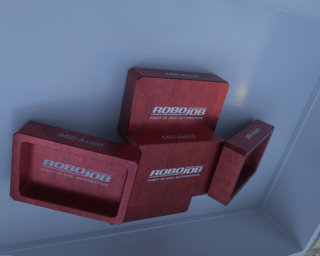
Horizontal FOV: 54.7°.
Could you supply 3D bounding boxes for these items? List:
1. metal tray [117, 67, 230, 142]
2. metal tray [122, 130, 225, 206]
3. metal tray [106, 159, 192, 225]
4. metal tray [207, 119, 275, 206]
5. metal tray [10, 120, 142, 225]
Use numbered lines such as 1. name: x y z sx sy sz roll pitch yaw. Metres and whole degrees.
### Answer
1. metal tray: 0.018 -0.025 0.396 0.131 0.030 0.089 -1 119 -29
2. metal tray: 0.015 0.050 0.403 0.131 0.030 0.089 -2 119 -28
3. metal tray: -0.011 0.088 0.450 0.131 0.030 0.089 -1 119 -29
4. metal tray: 0.122 0.047 0.458 0.131 0.030 0.089 -25 135 -51
5. metal tray: -0.094 0.051 0.344 0.131 0.030 0.089 14 115 -3
